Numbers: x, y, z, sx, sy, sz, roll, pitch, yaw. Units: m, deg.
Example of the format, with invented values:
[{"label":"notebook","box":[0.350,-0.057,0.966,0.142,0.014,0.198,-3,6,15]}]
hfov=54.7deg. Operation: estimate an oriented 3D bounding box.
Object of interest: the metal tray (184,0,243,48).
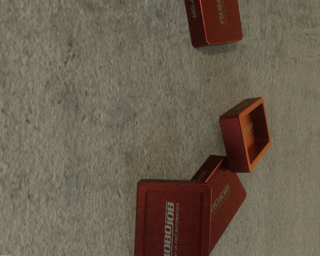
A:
[{"label":"metal tray","box":[0.079,-0.193,0.470,0.091,0.030,0.129,-19,102,-39]}]

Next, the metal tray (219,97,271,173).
[{"label":"metal tray","box":[0.142,0.007,0.500,0.131,0.030,0.089,-28,107,-53]}]

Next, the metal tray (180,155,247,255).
[{"label":"metal tray","box":[0.074,0.114,0.466,0.131,0.030,0.090,-46,118,-31]}]

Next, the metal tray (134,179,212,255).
[{"label":"metal tray","box":[0.015,0.131,0.386,0.091,0.030,0.129,3,88,-6]}]
